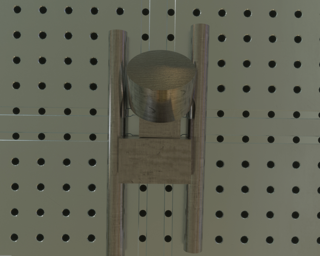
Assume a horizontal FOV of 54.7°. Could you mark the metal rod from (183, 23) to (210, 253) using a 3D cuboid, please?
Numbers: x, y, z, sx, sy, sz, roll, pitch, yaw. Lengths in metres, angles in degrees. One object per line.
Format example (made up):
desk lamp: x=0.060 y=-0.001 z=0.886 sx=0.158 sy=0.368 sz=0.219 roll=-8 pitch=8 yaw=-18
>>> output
metal rod: x=0.049 y=0.014 z=0.413 sx=0.025 sy=0.025 sz=0.298 roll=2 pitch=90 yaw=0

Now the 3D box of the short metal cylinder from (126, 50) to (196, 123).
short metal cylinder: x=0.001 y=-0.052 z=0.379 sx=0.081 sy=0.050 sz=0.080 roll=1 pitch=46 yaw=-1

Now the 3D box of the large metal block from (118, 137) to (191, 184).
large metal block: x=-0.006 y=0.037 z=0.383 sx=0.081 sy=0.080 sz=0.050 roll=1 pitch=90 yaw=0

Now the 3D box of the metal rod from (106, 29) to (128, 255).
metal rod: x=-0.058 y=0.022 z=0.413 sx=0.025 sy=0.025 sz=0.298 roll=1 pitch=90 yaw=0

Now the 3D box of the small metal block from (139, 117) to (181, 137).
small metal block: x=0.000 y=-0.001 z=0.401 sx=0.050 sy=0.050 sz=0.025 roll=1 pitch=90 yaw=-1
